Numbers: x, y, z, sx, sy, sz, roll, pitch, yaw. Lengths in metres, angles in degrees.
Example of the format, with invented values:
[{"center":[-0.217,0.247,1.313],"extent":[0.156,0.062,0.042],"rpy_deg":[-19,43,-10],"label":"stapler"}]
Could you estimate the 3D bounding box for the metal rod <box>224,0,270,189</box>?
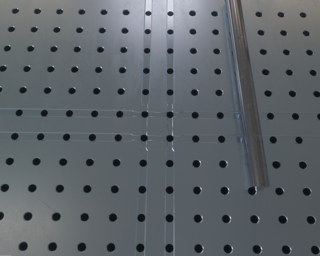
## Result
[{"center":[0.119,-0.067,0.436],"extent":[0.025,0.025,0.299],"rpy_deg":[-2,70,-1],"label":"metal rod"}]
